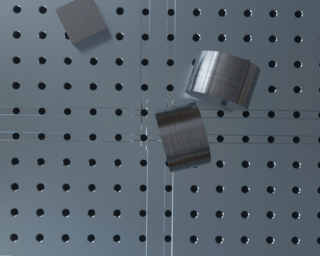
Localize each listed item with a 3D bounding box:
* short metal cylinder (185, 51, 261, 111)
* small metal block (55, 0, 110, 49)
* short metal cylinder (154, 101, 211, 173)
[{"bbox_3d":[0.077,-0.057,0.386,0.080,0.080,0.050,18,90,0],"label":"short metal cylinder"},{"bbox_3d":[-0.102,-0.141,0.412,0.050,0.025,0.050,-26,90,0],"label":"small metal block"},{"bbox_3d":[0.027,0.011,0.386,0.050,0.080,0.080,-14,90,0],"label":"short metal cylinder"}]
